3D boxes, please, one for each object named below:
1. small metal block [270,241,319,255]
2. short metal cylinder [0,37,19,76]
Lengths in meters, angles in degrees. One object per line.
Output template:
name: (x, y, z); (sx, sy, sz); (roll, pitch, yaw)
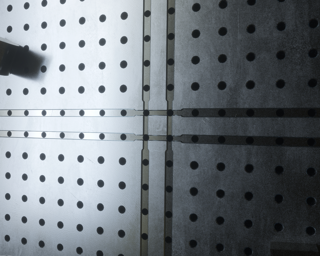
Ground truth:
small metal block: (0.156, 0.162, 0.358); (0.050, 0.025, 0.050); (-4, 89, 20)
short metal cylinder: (-0.267, -0.119, 0.478); (0.080, 0.080, 0.050); (26, 99, 18)
